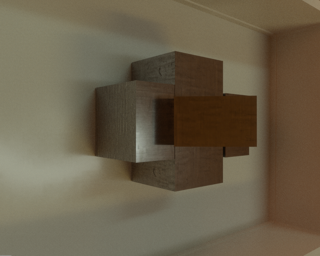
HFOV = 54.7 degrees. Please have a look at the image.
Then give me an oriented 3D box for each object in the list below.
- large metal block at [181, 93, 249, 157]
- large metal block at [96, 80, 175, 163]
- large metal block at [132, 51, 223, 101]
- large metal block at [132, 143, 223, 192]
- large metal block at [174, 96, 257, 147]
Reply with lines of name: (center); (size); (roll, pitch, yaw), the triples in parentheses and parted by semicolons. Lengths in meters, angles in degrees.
large metal block: (0.074, -0.004, 0.429); (0.050, 0.080, 0.080); (0, 90, -41)
large metal block: (-0.030, -0.007, 0.345); (0.050, 0.080, 0.080); (0, 90, -40)
large metal block: (0.021, -0.058, 0.387); (0.081, 0.080, 0.050); (0, 91, -40)
large metal block: (0.021, 0.043, 0.387); (0.081, 0.080, 0.050); (0, 91, -40)
large metal block: (0.058, -0.007, 0.344); (0.080, 0.080, 0.050); (-4, 94, -85)
